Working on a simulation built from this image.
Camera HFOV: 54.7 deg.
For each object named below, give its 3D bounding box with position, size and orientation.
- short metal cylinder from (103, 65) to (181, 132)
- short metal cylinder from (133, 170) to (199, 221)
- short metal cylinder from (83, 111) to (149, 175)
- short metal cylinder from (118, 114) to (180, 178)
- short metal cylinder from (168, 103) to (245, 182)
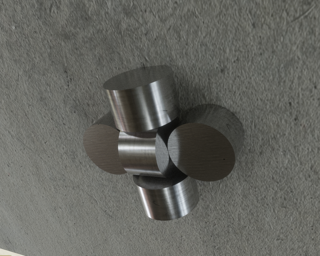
[{"bbox_3d":[-0.020,-0.036,0.362,0.080,0.080,0.050,0,118,28],"label":"short metal cylinder"},{"bbox_3d":[0.009,0.077,0.417,0.080,0.080,0.050,0,118,28],"label":"short metal cylinder"},{"bbox_3d":[-0.059,0.018,0.435,0.080,0.050,0.079,13,123,20],"label":"short metal cylinder"},{"bbox_3d":[-0.008,0.021,0.391,0.050,0.080,0.080,1,119,28],"label":"short metal cylinder"},{"bbox_3d":[0.056,0.017,0.373,0.080,0.050,0.079,13,124,21],"label":"short metal cylinder"}]
